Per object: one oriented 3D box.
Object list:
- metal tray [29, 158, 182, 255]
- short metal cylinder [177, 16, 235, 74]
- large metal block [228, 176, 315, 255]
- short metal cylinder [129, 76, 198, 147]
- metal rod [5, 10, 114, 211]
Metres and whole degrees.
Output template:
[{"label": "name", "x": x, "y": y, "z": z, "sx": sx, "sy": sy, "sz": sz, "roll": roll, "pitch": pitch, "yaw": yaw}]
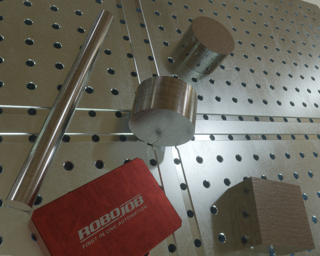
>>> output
[{"label": "metal tray", "x": -0.051, "y": 0.097, "z": 0.318, "sx": 0.131, "sy": 0.030, "sz": 0.090, "roll": -25, "pitch": 75, "yaw": -37}, {"label": "short metal cylinder", "x": 0.076, "y": -0.138, "z": 0.517, "sx": 0.081, "sy": 0.050, "sz": 0.080, "roll": 14, "pitch": 56, "yaw": -21}, {"label": "large metal block", "x": 0.140, "y": 0.114, "z": 0.397, "sx": 0.081, "sy": 0.050, "sz": 0.080, "roll": 13, "pitch": 56, "yaw": -21}, {"label": "short metal cylinder", "x": 0.005, "y": -0.019, "z": 0.387, "sx": 0.080, "sy": 0.080, "sz": 0.050, "roll": 21, "pitch": 54, "yaw": -16}, {"label": "metal rod", "x": -0.107, "y": -0.047, "z": 0.378, "sx": 0.025, "sy": 0.025, "sz": 0.300, "roll": 23, "pitch": 53, "yaw": -15}]
